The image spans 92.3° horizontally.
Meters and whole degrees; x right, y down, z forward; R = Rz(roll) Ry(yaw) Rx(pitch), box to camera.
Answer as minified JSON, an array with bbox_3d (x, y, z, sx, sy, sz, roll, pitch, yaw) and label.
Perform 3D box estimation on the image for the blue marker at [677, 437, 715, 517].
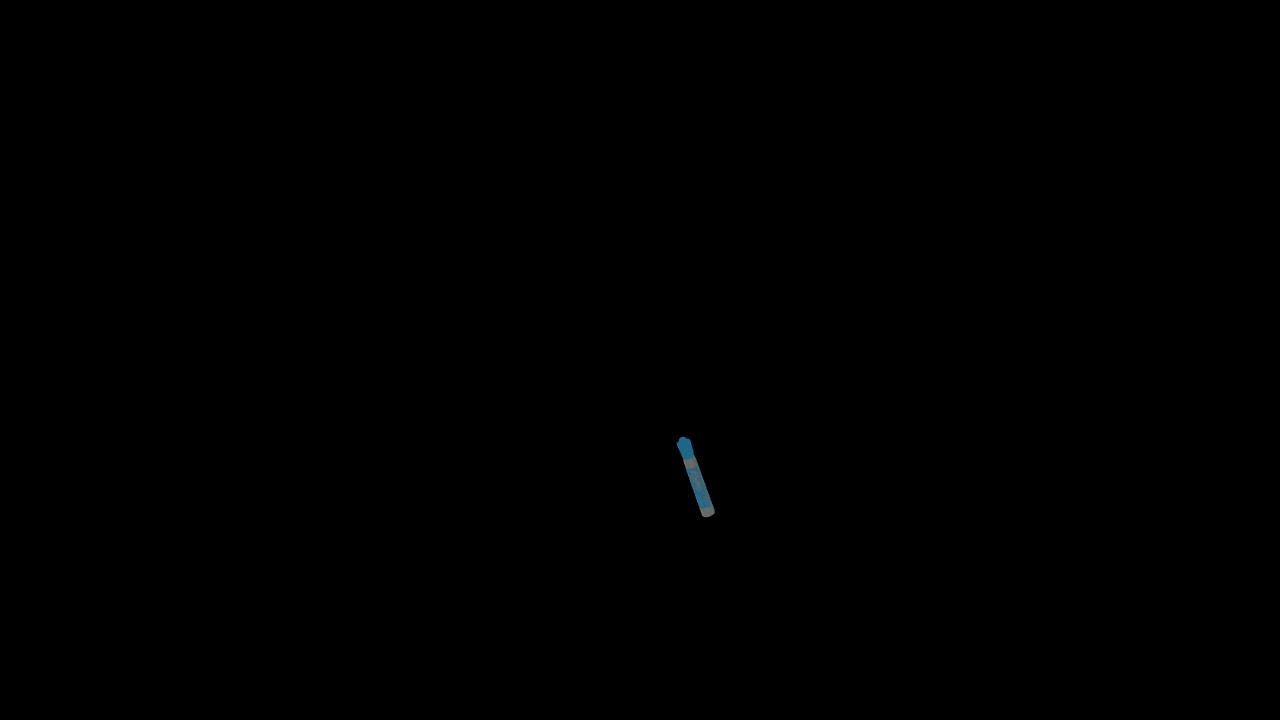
[{"bbox_3d":[0.074,0.156,0.822,0.020,0.121,0.020,-18,19,6],"label":"blue marker"}]
